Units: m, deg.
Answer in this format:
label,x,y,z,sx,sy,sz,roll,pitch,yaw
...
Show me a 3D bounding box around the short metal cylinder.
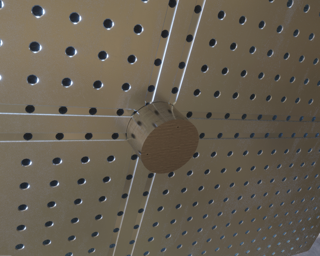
label,x,y,z,sx,sy,sz,roll,pitch,yaw
short metal cylinder,0.003,0.013,0.405,0.081,0.050,0.079,-14,125,-21
